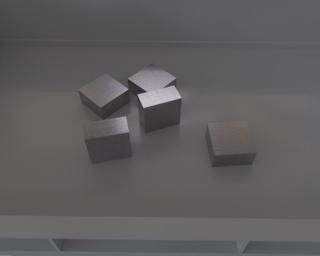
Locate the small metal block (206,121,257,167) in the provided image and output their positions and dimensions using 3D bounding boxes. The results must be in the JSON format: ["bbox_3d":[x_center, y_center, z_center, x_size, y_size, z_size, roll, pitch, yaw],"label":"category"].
[{"bbox_3d":[0.087,0.020,0.389,0.050,0.025,0.050,-3,50,-3],"label":"small metal block"}]

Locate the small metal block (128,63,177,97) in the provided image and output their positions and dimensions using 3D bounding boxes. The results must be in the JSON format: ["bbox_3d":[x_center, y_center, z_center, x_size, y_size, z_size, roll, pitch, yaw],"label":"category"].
[{"bbox_3d":[-0.011,-0.064,0.459,0.050,0.025,0.050,36,59,26],"label":"small metal block"}]

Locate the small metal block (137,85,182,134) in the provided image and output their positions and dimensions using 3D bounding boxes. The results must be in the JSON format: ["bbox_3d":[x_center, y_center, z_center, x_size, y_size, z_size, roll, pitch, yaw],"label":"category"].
[{"bbox_3d":[-0.001,-0.024,0.409,0.050,0.050,0.025,-16,52,-13],"label":"small metal block"}]

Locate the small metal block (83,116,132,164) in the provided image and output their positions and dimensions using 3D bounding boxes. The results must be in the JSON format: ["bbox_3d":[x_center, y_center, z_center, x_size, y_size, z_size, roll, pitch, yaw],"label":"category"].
[{"bbox_3d":[-0.062,0.016,0.375,0.050,0.050,0.025,-10,51,-8],"label":"small metal block"}]

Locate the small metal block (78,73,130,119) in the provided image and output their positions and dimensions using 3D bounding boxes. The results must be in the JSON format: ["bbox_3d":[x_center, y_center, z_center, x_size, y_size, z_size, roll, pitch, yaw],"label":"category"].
[{"bbox_3d":[-0.079,-0.046,0.443,0.050,0.025,0.050,37,59,27],"label":"small metal block"}]
